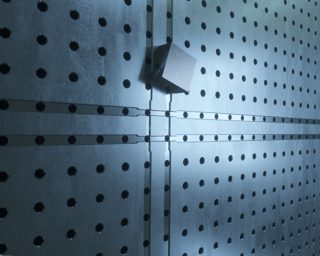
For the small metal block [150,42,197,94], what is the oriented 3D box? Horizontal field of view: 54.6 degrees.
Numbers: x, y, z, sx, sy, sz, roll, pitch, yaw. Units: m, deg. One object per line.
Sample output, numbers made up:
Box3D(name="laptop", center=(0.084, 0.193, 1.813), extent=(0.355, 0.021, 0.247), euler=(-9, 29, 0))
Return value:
Box3D(name="small metal block", center=(0.019, -0.081, 0.424), extent=(0.050, 0.025, 0.050), euler=(24, 75, -37))
